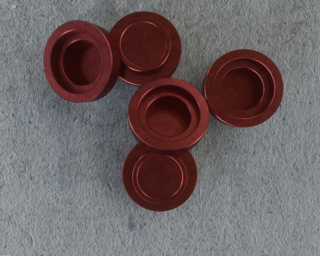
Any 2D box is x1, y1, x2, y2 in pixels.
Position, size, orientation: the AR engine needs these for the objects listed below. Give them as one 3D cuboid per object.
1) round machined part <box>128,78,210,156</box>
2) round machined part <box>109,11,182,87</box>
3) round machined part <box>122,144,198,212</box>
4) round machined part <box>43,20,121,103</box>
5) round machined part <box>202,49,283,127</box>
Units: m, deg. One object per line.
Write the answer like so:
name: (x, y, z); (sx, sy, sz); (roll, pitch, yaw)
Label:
round machined part: (0.010, -0.011, 0.392); (0.099, 0.042, 0.098); (1, 67, -3)
round machined part: (-0.021, -0.104, 0.402); (0.099, 0.042, 0.097); (0, 90, -1)
round machined part: (0.000, 0.060, 0.402); (0.099, 0.042, 0.097); (0, 90, -1)
round machined part: (-0.093, -0.082, 0.391); (0.098, 0.042, 0.097); (3, 98, 20)
round machined part: (0.104, -0.050, 0.404); (0.099, 0.042, 0.097); (0, 90, -1)
